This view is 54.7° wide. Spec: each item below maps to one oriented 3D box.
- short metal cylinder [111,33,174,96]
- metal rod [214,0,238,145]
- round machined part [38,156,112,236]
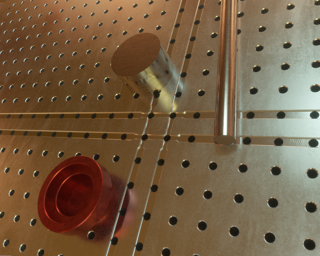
[{"bbox_3d":[-0.025,-0.095,0.464,0.080,0.050,0.080,-13,56,21],"label":"short metal cylinder"},{"bbox_3d":[0.094,-0.117,0.430,0.025,0.025,0.300,-6,59,25],"label":"metal rod"},{"bbox_3d":[-0.103,0.088,0.398,0.098,0.042,0.098,-13,56,21],"label":"round machined part"}]
